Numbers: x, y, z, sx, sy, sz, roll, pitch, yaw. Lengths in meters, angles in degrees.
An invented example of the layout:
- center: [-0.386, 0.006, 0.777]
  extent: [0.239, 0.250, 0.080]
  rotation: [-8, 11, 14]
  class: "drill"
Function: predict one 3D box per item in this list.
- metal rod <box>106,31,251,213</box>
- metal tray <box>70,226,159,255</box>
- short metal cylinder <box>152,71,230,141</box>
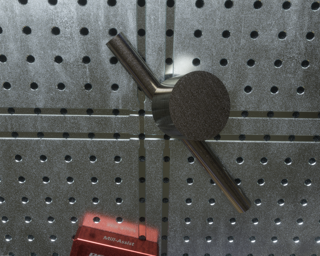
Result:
- center: [0.034, 0.004, 0.415]
  extent: [0.025, 0.025, 0.300]
  rotation: [-35, 107, 12]
  class: "metal rod"
- center: [-0.076, 0.213, 0.488]
  extent: [0.131, 0.030, 0.089]
  rotation: [15, 109, -6]
  class: "metal tray"
- center: [0.037, -0.026, 0.374]
  extent: [0.081, 0.050, 0.079]
  rotation: [-1, 92, -24]
  class: "short metal cylinder"
